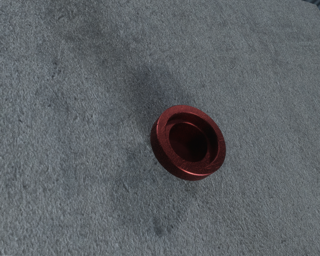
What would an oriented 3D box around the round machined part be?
[{"bbox_3d":[0.032,0.022,0.400,0.099,0.042,0.098,14,56,-21],"label":"round machined part"}]
